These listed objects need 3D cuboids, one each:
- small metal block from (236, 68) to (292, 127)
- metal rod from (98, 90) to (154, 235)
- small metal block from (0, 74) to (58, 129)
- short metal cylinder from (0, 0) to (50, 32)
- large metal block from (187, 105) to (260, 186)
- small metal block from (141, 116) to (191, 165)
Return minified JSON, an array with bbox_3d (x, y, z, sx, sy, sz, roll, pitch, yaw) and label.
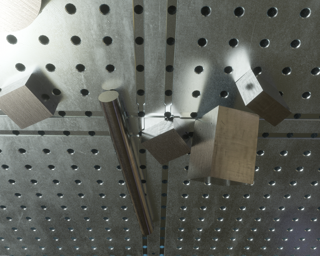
[{"bbox_3d":[0.121,-0.036,0.366,0.050,0.050,0.025,30,121,-24],"label":"small metal block"},{"bbox_3d":[-0.043,0.074,0.473,0.025,0.025,0.298,-6,130,4],"label":"metal rod"},{"bbox_3d":[-0.165,-0.032,0.382,0.050,0.025,0.050,-21,127,16],"label":"small metal block"},{"bbox_3d":[-0.141,-0.134,0.279,0.081,0.050,0.079,-1,130,0],"label":"short metal cylinder"},{"bbox_3d":[0.074,0.026,0.378,0.050,0.080,0.080,12,166,-11],"label":"large metal block"},{"bbox_3d":[0.010,0.018,0.427,0.050,0.025,0.050,-26,126,20],"label":"small metal block"}]
